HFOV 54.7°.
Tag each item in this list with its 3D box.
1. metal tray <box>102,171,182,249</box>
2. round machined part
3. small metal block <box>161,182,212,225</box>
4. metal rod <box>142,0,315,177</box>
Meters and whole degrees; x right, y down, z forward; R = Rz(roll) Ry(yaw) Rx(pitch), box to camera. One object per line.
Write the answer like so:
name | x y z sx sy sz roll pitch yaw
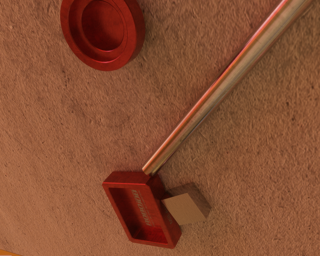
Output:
metal tray | -0.028 0.130 0.492 0.090 0.030 0.129 -5 118 32
round machined part | -0.060 -0.118 0.353 0.098 0.042 0.097 13 124 20
small metal block | 0.039 0.112 0.454 0.050 0.025 0.050 -26 105 36
metal rod | 0.057 -0.032 0.356 0.025 0.025 0.298 39 129 1
